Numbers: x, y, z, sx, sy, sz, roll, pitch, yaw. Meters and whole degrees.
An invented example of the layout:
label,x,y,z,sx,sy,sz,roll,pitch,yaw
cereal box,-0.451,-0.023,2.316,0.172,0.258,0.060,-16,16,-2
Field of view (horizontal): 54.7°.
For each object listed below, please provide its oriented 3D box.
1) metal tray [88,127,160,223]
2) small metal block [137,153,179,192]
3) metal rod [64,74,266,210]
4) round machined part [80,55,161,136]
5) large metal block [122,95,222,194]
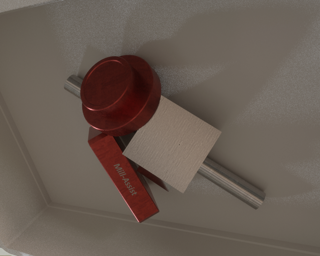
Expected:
label,x,y,z,sx,sy,sz,roll,pitch,yaw
metal tray,-0.051,0.055,0.426,0.030,0.090,0.130,-30,106,-4
small metal block,0.005,0.049,0.417,0.050,0.050,0.025,33,129,6
metal rod,0.002,0.015,0.414,0.301,0.025,0.025,32,128,7
round machined part,-0.052,-0.043,0.356,0.098,0.098,0.042,-2,158,28
large metal block,0.015,0.020,0.368,0.080,0.050,0.080,32,86,7
